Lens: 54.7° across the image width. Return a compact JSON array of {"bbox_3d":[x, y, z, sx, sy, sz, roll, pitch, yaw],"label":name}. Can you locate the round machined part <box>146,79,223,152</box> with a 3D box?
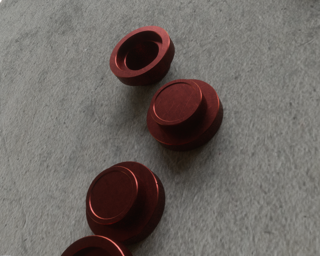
[{"bbox_3d":[0.026,-0.023,0.392,0.098,0.042,0.098,-13,56,20],"label":"round machined part"}]

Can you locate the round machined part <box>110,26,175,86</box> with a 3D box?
[{"bbox_3d":[-0.023,-0.102,0.466,0.098,0.042,0.098,-13,56,20],"label":"round machined part"}]

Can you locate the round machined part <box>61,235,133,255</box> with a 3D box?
[{"bbox_3d":[-0.064,0.166,0.322,0.098,0.042,0.098,-12,59,22],"label":"round machined part"}]

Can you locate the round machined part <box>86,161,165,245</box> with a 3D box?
[{"bbox_3d":[-0.047,0.084,0.365,0.098,0.042,0.098,-13,56,20],"label":"round machined part"}]
